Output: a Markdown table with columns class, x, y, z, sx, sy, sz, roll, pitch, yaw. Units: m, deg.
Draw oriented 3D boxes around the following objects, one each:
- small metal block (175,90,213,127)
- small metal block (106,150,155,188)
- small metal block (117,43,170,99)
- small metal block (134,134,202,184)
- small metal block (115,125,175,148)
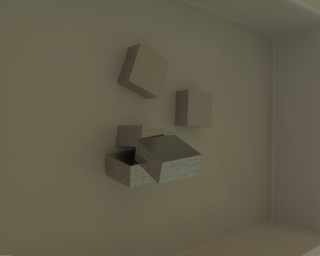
| class | x | y | z | sx | sy | sz | roll | pitch | yaw |
| --- | --- | --- | --- | --- | --- | --- | --- | --- | --- |
| small metal block | 0.049 | -0.027 | 0.450 | 0.050 | 0.025 | 0.050 | 4 | 88 | -40 |
| small metal block | -0.029 | 0.046 | 0.366 | 0.050 | 0.050 | 0.025 | -7 | 105 | -40 |
| small metal block | -0.020 | -0.070 | 0.392 | 0.050 | 0.025 | 0.050 | 26 | 74 | -37 |
| small metal block | 0.008 | 0.032 | 0.335 | 0.050 | 0.050 | 0.025 | -7 | 118 | -33 |
| small metal block | -0.018 | 0.013 | 0.377 | 0.050 | 0.050 | 0.025 | 12 | 83 | -40 |
